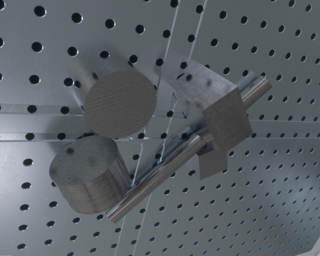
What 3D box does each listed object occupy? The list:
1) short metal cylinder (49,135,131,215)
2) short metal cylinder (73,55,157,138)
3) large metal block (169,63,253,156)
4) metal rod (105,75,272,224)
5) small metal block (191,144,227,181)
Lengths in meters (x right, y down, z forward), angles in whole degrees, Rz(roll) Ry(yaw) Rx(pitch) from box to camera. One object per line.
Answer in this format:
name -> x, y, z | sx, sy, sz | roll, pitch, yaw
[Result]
short metal cylinder -> -0.081, 0.053, 0.365 | 0.080, 0.080, 0.050 | -26, 128, -12
short metal cylinder -> -0.051, -0.035, 0.346 | 0.081, 0.050, 0.079 | -14, 124, -21
large metal block -> 0.065, -0.025, 0.396 | 0.050, 0.080, 0.080 | -35, 129, -5
metal rod -> 0.041, 0.031, 0.453 | 0.300, 0.025, 0.025 | -41, 130, 0
small metal block -> 0.077, 0.047, 0.483 | 0.050, 0.025, 0.050 | -20, 126, -17
